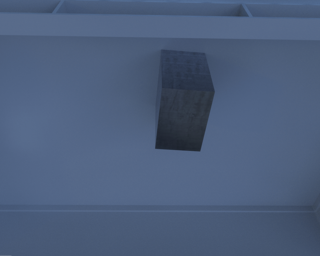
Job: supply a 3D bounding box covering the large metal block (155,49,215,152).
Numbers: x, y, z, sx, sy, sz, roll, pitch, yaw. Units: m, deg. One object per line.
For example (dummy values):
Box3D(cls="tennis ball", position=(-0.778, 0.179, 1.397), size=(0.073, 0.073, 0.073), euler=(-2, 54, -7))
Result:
Box3D(cls="large metal block", position=(0.023, -0.031, 0.347), size=(0.050, 0.080, 0.079), euler=(4, 130, -4))
